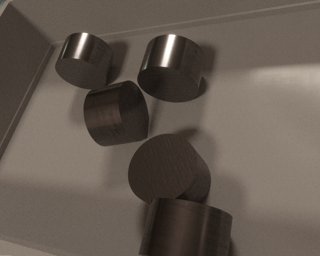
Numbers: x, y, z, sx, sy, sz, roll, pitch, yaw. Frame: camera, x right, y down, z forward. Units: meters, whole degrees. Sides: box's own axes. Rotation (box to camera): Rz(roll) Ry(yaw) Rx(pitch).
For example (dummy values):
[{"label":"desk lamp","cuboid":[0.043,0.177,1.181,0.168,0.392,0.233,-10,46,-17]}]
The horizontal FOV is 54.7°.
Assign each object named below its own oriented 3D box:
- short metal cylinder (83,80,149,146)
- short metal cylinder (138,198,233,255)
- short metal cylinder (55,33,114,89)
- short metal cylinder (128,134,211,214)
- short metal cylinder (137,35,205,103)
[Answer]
[{"label":"short metal cylinder","cuboid":[-0.055,-0.018,0.409,0.050,0.080,0.080,-10,58,23]},{"label":"short metal cylinder","cuboid":[0.025,0.103,0.293,0.080,0.080,0.050,0,62,28]},{"label":"short metal cylinder","cuboid":[-0.119,-0.105,0.495,0.080,0.080,0.050,-3,61,26]},{"label":"short metal cylinder","cuboid":[0.011,0.053,0.350,0.080,0.050,0.080,-13,56,20]},{"label":"short metal cylinder","cuboid":[0.015,-0.076,0.408,0.080,0.080,0.050,0,62,28]}]
